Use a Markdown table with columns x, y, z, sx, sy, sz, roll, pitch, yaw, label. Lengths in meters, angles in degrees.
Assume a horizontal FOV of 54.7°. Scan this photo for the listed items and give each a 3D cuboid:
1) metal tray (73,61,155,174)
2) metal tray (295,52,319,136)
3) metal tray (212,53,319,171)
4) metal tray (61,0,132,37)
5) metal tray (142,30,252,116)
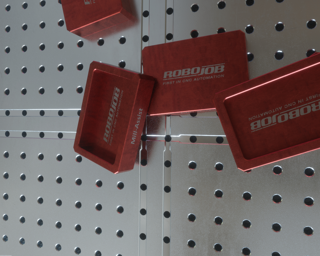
| x | y | z | sx | sy | sz | roll | pitch | yaw | label |
| --- | --- | --- | --- | --- | --- | --- | --- | --- | --- |
| -0.064 | -0.016 | 0.412 | 0.090 | 0.030 | 0.129 | 22 | 103 | 33 | metal tray |
| 0.221 | -0.027 | 0.332 | 0.130 | 0.030 | 0.089 | 12 | 94 | 19 | metal tray |
| 0.133 | -0.016 | 0.330 | 0.130 | 0.030 | 0.090 | -21 | 83 | 18 | metal tray |
| -0.099 | -0.208 | 0.444 | 0.090 | 0.030 | 0.129 | -14 | 85 | 19 | metal tray |
| 0.045 | -0.066 | 0.393 | 0.130 | 0.030 | 0.089 | -5 | 88 | 19 | metal tray |
